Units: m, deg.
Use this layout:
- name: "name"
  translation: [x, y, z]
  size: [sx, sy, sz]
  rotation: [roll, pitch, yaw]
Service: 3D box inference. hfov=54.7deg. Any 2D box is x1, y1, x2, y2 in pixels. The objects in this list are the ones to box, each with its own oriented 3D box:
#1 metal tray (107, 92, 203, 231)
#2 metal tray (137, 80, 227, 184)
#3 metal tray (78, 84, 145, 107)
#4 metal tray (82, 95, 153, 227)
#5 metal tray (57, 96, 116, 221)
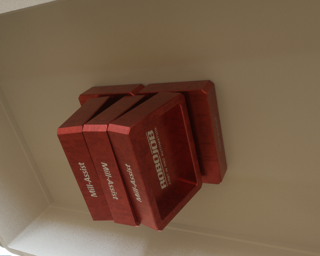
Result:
- name: "metal tray"
  translation: [0.001, 0.036, 0.344]
  size: [0.030, 0.091, 0.129]
  rotation: [9, 124, 40]
- name: "metal tray"
  translation: [0.030, 0.008, 0.392]
  size: [0.090, 0.030, 0.129]
  rotation: [0, 119, 28]
- name: "metal tray"
  translation: [-0.051, 0.006, 0.433]
  size: [0.090, 0.030, 0.129]
  rotation: [0, 119, 28]
- name: "metal tray"
  translation: [-0.034, 0.037, 0.364]
  size: [0.030, 0.090, 0.129]
  rotation: [0, 116, 28]
- name: "metal tray"
  translation: [-0.070, 0.037, 0.382]
  size: [0.030, 0.090, 0.129]
  rotation: [-6, 116, 17]
